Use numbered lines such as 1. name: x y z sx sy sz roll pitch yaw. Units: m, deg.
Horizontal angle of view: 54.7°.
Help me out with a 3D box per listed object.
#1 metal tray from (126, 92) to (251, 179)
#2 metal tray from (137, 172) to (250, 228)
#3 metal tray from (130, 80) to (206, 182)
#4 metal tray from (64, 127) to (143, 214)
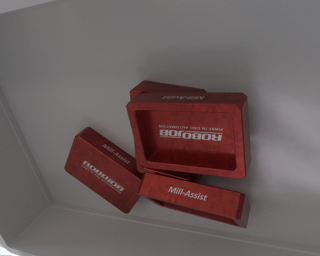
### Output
1. metal tray: 0.033 0.007 0.352 0.130 0.030 0.089 3 120 26
2. metal tray: 0.047 0.096 0.408 0.130 0.030 0.090 9 160 23
3. metal tray: 0.012 0.009 0.404 0.090 0.030 0.129 11 123 22
4. metal tray: -0.083 0.069 0.492 0.130 0.030 0.089 34 129 5
